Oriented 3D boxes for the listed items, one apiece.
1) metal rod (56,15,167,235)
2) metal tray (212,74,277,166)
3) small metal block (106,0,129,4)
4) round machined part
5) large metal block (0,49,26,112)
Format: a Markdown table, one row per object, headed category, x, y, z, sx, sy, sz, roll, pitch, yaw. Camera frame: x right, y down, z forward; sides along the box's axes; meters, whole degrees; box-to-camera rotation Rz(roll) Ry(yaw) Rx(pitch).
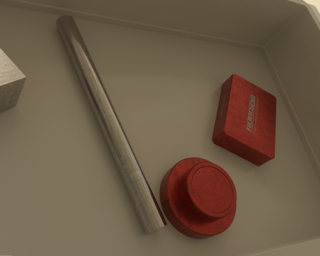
| category | x | y | z | sx | sy | sz | roll | pitch | yaw |
| --- | --- | --- | --- | --- | --- | --- | --- | --- | --- |
| metal rod | -0.067 | -0.017 | 0.381 | 0.025 | 0.025 | 0.299 | -14 | 69 | -34 |
| metal tray | 0.137 | -0.016 | 0.488 | 0.090 | 0.030 | 0.130 | 27 | 52 | -12 |
| small metal block | -0.078 | -0.237 | 0.512 | 0.050 | 0.025 | 0.050 | -2 | 63 | -30 |
| round machined part | 0.053 | 0.080 | 0.376 | 0.099 | 0.042 | 0.098 | 14 | 56 | -21 |
| large metal block | -0.198 | -0.052 | 0.307 | 0.080 | 0.050 | 0.080 | 47 | 42 | 4 |
